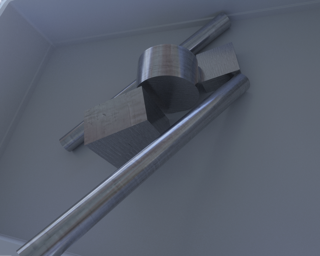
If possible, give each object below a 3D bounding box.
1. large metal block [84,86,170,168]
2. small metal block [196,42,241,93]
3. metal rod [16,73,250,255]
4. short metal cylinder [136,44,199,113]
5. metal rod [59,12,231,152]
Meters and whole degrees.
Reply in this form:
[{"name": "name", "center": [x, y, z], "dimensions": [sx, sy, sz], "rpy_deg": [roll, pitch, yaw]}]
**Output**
[{"name": "large metal block", "center": [-0.037, 0.004, 0.386], "dimensions": [0.080, 0.080, 0.050], "rpy_deg": [-22, 54, 15]}, {"name": "small metal block", "center": [0.079, -0.080, 0.413], "dimensions": [0.050, 0.025, 0.050], "rpy_deg": [-17, 55, 18]}, {"name": "metal rod", "center": [0.001, 0.022, 0.311], "dimensions": [0.025, 0.025, 0.302], "rpy_deg": [25, 50, 36]}, {"name": "short metal cylinder", "center": [0.010, -0.062, 0.402], "dimensions": [0.080, 0.080, 0.050], "rpy_deg": [-11, 57, 22]}, {"name": "metal rod", "center": [-0.023, -0.066, 0.456], "dimensions": [0.300, 0.025, 0.025], "rpy_deg": [-38, 51, 2]}]
